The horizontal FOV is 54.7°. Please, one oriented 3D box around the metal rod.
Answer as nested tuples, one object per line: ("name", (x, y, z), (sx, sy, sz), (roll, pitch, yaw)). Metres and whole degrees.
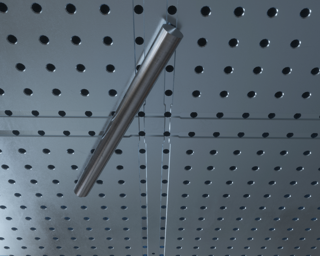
("metal rod", (-0.056, -0.001, 0.409), (0.025, 0.025, 0.298), (22, 127, -18))
